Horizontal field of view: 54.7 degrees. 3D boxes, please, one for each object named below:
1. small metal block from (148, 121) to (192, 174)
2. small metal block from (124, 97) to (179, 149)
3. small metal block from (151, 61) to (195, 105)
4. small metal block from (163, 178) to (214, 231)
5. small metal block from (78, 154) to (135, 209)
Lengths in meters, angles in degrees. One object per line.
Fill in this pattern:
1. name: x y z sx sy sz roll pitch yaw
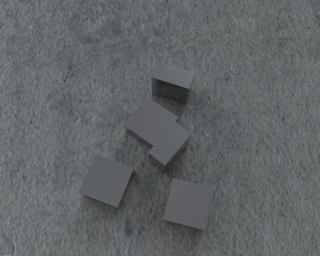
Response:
1. small metal block: 0.012 0.026 0.386 0.025 0.050 0.050 38 74 12
2. small metal block: -0.011 -0.005 0.410 0.050 0.025 0.050 35 73 11
3. small metal block: 0.017 -0.059 0.417 0.050 0.050 0.025 18 71 6
4. small metal block: 0.034 0.093 0.375 0.050 0.025 0.050 13 70 4
5. small metal block: -0.064 0.067 0.383 0.050 0.025 0.050 19 71 6
